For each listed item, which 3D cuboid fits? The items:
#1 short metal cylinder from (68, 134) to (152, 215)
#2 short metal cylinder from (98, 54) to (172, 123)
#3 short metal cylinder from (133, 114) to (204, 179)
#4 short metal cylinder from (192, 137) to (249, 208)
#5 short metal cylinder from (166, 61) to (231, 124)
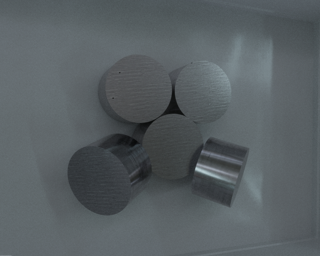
[{"bbox_3d":[-0.056,0.051,0.354,0.050,0.080,0.080,-32,105,-63],"label":"short metal cylinder"},{"bbox_3d":[-0.032,-0.046,0.383,0.081,0.050,0.079,0,90,-21],"label":"short metal cylinder"},{"bbox_3d":[0.008,0.022,0.398,0.081,0.050,0.079,0,90,-21],"label":"short metal cylinder"},{"bbox_3d":[0.080,0.057,0.404,0.050,0.080,0.080,17,83,20],"label":"short metal cylinder"},{"bbox_3d":[0.047,-0.046,0.414,0.081,0.050,0.079,0,90,-21],"label":"short metal cylinder"}]
